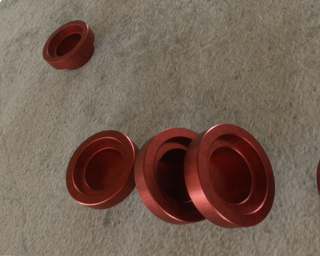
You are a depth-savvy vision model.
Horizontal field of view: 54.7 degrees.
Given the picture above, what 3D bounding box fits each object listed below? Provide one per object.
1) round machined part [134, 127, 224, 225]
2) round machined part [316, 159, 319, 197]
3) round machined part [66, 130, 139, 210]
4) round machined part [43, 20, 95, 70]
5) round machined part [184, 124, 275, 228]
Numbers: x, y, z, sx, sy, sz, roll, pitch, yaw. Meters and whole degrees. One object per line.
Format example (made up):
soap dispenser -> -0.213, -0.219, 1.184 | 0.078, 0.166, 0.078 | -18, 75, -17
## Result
round machined part -> 0.017, 0.052, 0.328 | 0.042, 0.099, 0.098 | -36, 40, 52
round machined part -> 0.190, 0.044, 0.267 | 0.098, 0.042, 0.098 | -13, 56, 20
round machined part -> -0.066, 0.055, 0.392 | 0.098, 0.042, 0.098 | -13, 56, 20
round machined part -> -0.160, -0.145, 0.563 | 0.098, 0.042, 0.098 | -13, 56, 20
round machined part -> 0.063, 0.048, 0.305 | 0.042, 0.099, 0.098 | -33, 42, 52
